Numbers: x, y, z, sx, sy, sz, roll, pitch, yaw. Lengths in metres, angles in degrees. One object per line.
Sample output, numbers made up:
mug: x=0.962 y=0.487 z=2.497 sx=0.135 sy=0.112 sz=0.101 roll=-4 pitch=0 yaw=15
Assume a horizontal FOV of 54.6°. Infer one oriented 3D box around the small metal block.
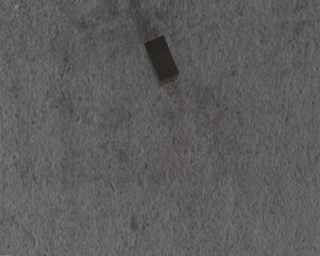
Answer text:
small metal block: x=0.002 y=-0.084 z=0.397 sx=0.025 sy=0.050 sz=0.050 roll=-23 pitch=90 yaw=0
